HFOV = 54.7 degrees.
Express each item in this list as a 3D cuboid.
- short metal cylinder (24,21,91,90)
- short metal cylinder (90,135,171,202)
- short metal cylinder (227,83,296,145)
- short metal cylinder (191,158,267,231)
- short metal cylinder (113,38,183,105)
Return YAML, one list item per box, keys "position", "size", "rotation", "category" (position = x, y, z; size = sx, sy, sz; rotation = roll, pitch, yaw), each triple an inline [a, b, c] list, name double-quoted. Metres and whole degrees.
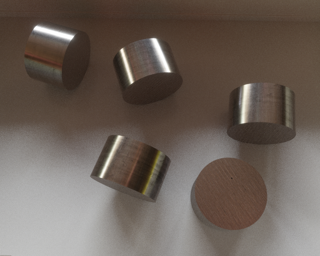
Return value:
- position: [-0.134, -0.096, 0.414]
  size: [0.050, 0.080, 0.080]
  rotation: [18, 71, 6]
  category: "short metal cylinder"
- position: [-0.034, 0.049, 0.362]
  size: [0.080, 0.080, 0.050]
  rotation: [19, 71, 6]
  category: "short metal cylinder"
- position: [0.126, -0.015, 0.388]
  size: [0.080, 0.080, 0.050]
  rotation: [7, 70, 2]
  category: "short metal cylinder"
- position: [0.079, 0.080, 0.368]
  size: [0.081, 0.050, 0.080]
  rotation: [0, 70, 0]
  category: "short metal cylinder"
- position: [-0.016, -0.072, 0.406]
  size: [0.081, 0.080, 0.050]
  rotation: [-16, 71, -6]
  category: "short metal cylinder"
